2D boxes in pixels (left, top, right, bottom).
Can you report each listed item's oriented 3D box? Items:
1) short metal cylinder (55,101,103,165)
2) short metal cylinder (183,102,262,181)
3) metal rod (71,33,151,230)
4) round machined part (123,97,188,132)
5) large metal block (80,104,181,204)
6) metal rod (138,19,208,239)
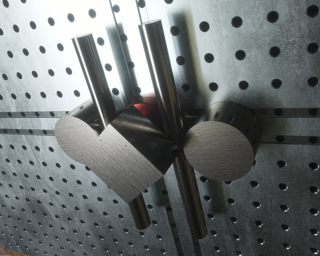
[{"bbox_3d":[-0.105,0.007,0.455,0.080,0.050,0.079,13,124,21],"label":"short metal cylinder"},{"bbox_3d":[0.074,0.016,0.365,0.080,0.050,0.079,13,124,21],"label":"short metal cylinder"},{"bbox_3d":[-0.060,0.022,0.429,0.025,0.025,0.298,0,119,28],"label":"metal rod"},{"bbox_3d":[-0.014,0.011,0.415,0.098,0.042,0.097,13,124,21],"label":"round machined part"},{"bbox_3d":[-0.036,0.032,0.373,0.080,0.050,0.080,44,129,-2],"label":"large metal block"},{"bbox_3d":[0.023,0.021,0.385,0.025,0.025,0.298,0,119,28],"label":"metal rod"}]
